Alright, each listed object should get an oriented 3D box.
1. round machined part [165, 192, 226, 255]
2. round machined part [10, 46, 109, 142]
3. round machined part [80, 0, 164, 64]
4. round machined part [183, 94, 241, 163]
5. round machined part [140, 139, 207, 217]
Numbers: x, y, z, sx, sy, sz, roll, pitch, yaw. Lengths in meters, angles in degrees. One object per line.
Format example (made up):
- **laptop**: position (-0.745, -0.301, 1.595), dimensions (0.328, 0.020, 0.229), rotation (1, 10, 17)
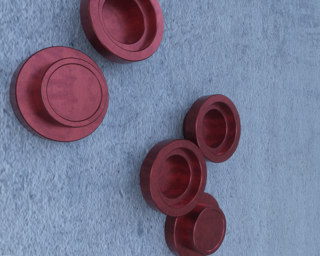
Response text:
- **round machined part**: position (0.057, 0.141, 0.442), dimensions (0.099, 0.042, 0.097), rotation (0, 90, -40)
- **round machined part**: position (-0.094, -0.034, 0.314), dimensions (0.099, 0.042, 0.097), rotation (0, 90, -40)
- **round machined part**: position (-0.046, -0.122, 0.354), dimensions (0.099, 0.042, 0.097), rotation (0, 90, -40)
- **round machined part**: position (0.072, 0.001, 0.453), dimensions (0.099, 0.042, 0.097), rotation (0, 90, -40)
- **round machined part**: position (0.013, 0.062, 0.405), dimensions (0.099, 0.042, 0.097), rotation (0, 91, -40)
